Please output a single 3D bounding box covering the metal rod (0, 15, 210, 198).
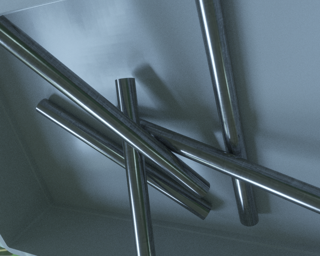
[{"bbox_3d":[-0.052,-0.009,0.352,0.301,0.025,0.025,40,131,-21],"label":"metal rod"}]

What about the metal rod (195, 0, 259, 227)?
[{"bbox_3d":[0.083,-0.006,0.361,0.025,0.025,0.298,-2,118,29],"label":"metal rod"}]

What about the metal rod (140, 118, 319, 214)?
[{"bbox_3d":[0.056,0.032,0.371,0.300,0.025,0.025,21,127,26],"label":"metal rod"}]

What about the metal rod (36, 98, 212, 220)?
[{"bbox_3d":[-0.058,0.043,0.465,0.301,0.025,0.025,32,129,7],"label":"metal rod"}]

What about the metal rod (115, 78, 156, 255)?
[{"bbox_3d":[-0.027,0.087,0.392,0.025,0.025,0.298,-6,92,31],"label":"metal rod"}]
